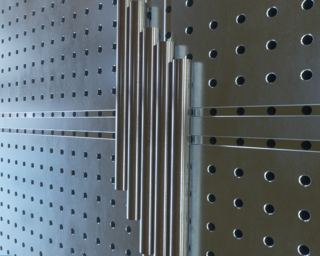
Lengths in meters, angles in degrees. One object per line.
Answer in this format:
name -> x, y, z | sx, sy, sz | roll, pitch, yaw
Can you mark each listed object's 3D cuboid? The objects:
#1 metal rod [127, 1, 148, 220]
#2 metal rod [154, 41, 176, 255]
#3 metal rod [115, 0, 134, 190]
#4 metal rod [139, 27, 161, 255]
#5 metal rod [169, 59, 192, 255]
metal rod -> -0.032, -0.023, 0.432 | 0.025, 0.025, 0.298 | 1, 91, 39
metal rod -> 0.006, 0.040, 0.402 | 0.025, 0.025, 0.298 | 1, 91, 39
metal rod -> -0.051, -0.061, 0.449 | 0.025, 0.025, 0.298 | 1, 91, 39
metal rod -> -0.013, 0.018, 0.417 | 0.025, 0.025, 0.298 | 1, 91, 39
metal rod -> 0.025, 0.066, 0.386 | 0.025, 0.025, 0.298 | 1, 91, 39
